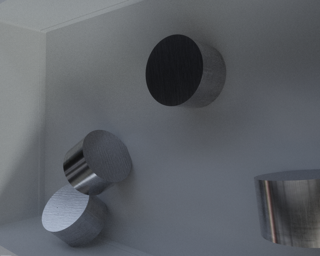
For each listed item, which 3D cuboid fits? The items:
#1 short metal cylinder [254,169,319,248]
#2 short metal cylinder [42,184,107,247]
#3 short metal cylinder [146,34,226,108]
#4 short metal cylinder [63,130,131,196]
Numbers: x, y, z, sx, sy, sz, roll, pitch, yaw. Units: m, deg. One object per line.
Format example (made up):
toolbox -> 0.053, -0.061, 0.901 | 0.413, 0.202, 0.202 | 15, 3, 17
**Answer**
short metal cylinder -> 0.126, 0.065, 0.267 | 0.080, 0.081, 0.050 | -10, 84, 39
short metal cylinder -> -0.127, 0.129, 0.466 | 0.080, 0.050, 0.080 | -18, 41, 16
short metal cylinder -> 0.030, -0.064, 0.364 | 0.080, 0.050, 0.079 | 0, 90, 39
short metal cylinder -> -0.088, 0.049, 0.442 | 0.050, 0.081, 0.080 | -36, 68, 34
